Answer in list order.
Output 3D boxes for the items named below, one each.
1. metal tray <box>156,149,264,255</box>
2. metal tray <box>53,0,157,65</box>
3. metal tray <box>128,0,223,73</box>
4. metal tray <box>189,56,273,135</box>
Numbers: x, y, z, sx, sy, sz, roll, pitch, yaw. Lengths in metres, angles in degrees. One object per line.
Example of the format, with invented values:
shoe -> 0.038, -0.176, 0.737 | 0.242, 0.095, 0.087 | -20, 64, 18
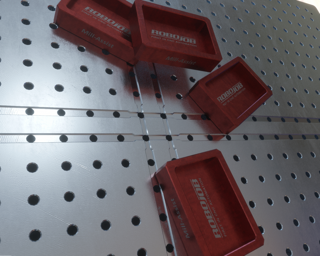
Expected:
metal tray -> 0.060, 0.096, 0.380 | 0.091, 0.030, 0.130 | -11, 67, -33
metal tray -> -0.077, -0.160, 0.462 | 0.131, 0.030, 0.090 | 26, 52, -13
metal tray -> 0.023, -0.136, 0.462 | 0.131, 0.030, 0.090 | 4, 60, -27
metal tray -> 0.119, -0.057, 0.505 | 0.090, 0.030, 0.131 | 50, 51, 6
